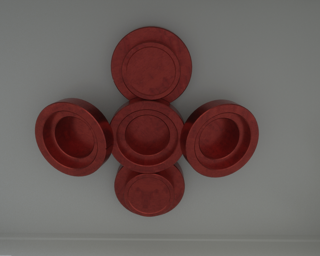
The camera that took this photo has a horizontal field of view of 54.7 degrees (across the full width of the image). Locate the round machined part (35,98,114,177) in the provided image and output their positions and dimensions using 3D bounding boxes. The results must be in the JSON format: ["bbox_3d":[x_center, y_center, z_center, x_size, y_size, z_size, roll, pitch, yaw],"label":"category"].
[{"bbox_3d":[-0.104,0.009,0.394,0.098,0.042,0.097,6,111,16],"label":"round machined part"}]

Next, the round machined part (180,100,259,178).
[{"bbox_3d":[0.072,0.011,0.396,0.099,0.042,0.097,-6,111,-16],"label":"round machined part"}]

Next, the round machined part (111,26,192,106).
[{"bbox_3d":[-0.010,-0.071,0.374,0.099,0.042,0.097,0,110,0],"label":"round machined part"}]

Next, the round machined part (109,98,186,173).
[{"bbox_3d":[-0.016,0.006,0.402,0.099,0.042,0.097,0,110,0],"label":"round machined part"}]

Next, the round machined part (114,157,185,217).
[{"bbox_3d":[-0.015,0.083,0.431,0.099,0.042,0.097,0,110,0],"label":"round machined part"}]
